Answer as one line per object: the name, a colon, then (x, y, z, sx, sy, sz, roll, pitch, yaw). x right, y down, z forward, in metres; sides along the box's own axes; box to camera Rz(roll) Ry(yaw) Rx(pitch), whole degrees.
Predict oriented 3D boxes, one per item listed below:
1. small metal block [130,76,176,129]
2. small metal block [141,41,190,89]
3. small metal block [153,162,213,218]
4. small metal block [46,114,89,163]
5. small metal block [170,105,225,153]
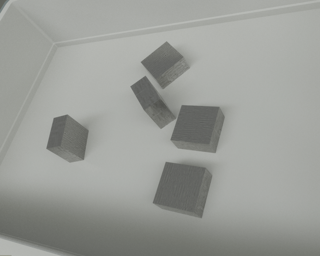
small metal block: (-0.009, -0.034, 0.415, 0.025, 0.050, 0.050, -35, 51, 5)
small metal block: (0.007, -0.093, 0.459, 0.050, 0.025, 0.050, -38, 51, 2)
small metal block: (0.026, 0.069, 0.350, 0.050, 0.025, 0.050, 5, 64, 30)
small metal block: (-0.132, 0.016, 0.450, 0.025, 0.050, 0.050, -12, 57, 22)
small metal block: (0.047, 0.000, 0.381, 0.050, 0.025, 0.050, 5, 64, 30)
